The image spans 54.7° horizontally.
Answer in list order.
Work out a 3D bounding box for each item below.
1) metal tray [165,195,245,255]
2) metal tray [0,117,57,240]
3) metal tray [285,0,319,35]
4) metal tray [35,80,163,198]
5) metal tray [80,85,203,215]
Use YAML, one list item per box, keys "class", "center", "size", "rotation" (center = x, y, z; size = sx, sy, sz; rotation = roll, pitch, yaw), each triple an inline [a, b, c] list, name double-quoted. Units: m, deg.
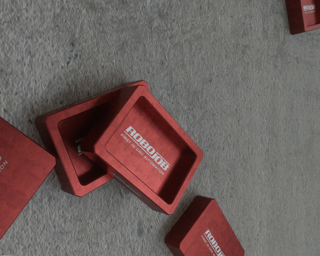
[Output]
- class: "metal tray"
  center: [0.071, 0.177, 0.461]
  size: [0.090, 0.030, 0.130]
  rotation: [-45, 117, -30]
- class: "metal tray"
  center: [-0.165, 0.054, 0.263]
  size: [0.090, 0.030, 0.130]
  rotation: [46, 63, -30]
- class: "metal tray"
  center: [0.320, -0.257, 0.668]
  size: [0.131, 0.030, 0.089]
  rotation: [-23, 105, -38]
- class: "metal tray"
  center: [-0.059, 0.007, 0.351]
  size: [0.131, 0.030, 0.089]
  rotation: [-28, 108, -37]
- class: "metal tray"
  center: [-0.013, 0.027, 0.350]
  size: [0.130, 0.030, 0.090]
  rotation: [47, 62, -30]
